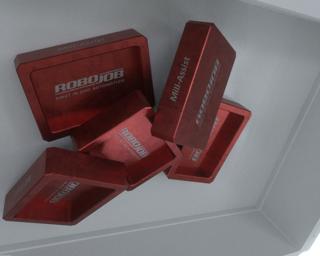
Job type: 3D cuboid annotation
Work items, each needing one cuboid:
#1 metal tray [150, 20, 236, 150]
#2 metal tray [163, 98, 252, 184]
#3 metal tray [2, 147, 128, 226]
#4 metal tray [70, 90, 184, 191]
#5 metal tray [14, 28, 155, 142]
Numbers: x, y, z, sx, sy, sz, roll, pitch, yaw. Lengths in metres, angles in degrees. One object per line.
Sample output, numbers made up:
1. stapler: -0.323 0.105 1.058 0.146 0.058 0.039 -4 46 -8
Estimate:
1. metal tray: 0.043 -0.043 0.357 0.090 0.030 0.129 18 90 -59
2. metal tray: 0.065 0.018 0.452 0.091 0.030 0.129 13 112 -34
3. metal tray: -0.109 0.073 0.352 0.091 0.030 0.129 19 137 -36
4. metal tray: -0.032 0.022 0.373 0.090 0.030 0.130 -33 144 2
5. metal tray: -0.074 -0.047 0.334 0.131 0.030 0.089 -19 126 -18
